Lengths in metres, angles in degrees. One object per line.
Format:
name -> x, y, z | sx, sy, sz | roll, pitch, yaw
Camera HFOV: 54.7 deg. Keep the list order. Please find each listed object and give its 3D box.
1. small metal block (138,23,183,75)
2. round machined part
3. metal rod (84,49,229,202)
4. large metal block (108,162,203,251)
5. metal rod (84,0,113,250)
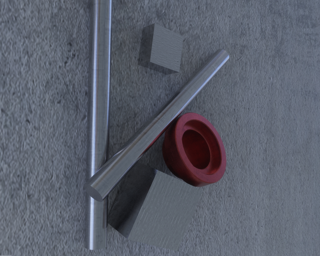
small metal block -> 0.002, -0.102, 0.408 | 0.050, 0.025, 0.050 | 11, 83, -40
round machined part -> 0.042, 0.031, 0.417 | 0.099, 0.042, 0.098 | 23, 53, -35
metal rod -> 0.015, -0.024, 0.400 | 0.301, 0.025, 0.025 | -47, 119, -36
large metal block -> -0.005, 0.095, 0.379 | 0.080, 0.050, 0.080 | 30, 80, -36
metal rod -> -0.069, -0.018, 0.348 | 0.025, 0.025, 0.298 | 2, 89, -40
